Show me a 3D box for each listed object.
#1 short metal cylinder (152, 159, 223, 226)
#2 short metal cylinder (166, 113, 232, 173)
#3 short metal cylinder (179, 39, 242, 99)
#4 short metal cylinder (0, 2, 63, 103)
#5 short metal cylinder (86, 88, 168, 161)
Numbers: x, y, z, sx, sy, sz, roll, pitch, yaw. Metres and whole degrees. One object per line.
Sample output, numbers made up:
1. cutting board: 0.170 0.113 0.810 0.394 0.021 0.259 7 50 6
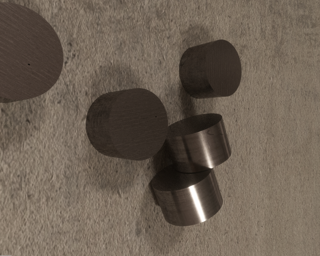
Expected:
1. short metal cylinder: 0.035 0.081 0.401 0.081 0.080 0.050 -31 110 -36
2. short metal cylinder: 0.049 0.018 0.413 0.081 0.080 0.050 -29 108 -37
3. short metal cylinder: 0.074 -0.084 0.453 0.081 0.050 0.079 0 90 -40
4. short metal cylinder: -0.135 -0.063 0.276 0.081 0.050 0.079 0 90 -40
5. short metal cylinder: -0.037 -0.004 0.359 0.081 0.050 0.079 0 90 -40
